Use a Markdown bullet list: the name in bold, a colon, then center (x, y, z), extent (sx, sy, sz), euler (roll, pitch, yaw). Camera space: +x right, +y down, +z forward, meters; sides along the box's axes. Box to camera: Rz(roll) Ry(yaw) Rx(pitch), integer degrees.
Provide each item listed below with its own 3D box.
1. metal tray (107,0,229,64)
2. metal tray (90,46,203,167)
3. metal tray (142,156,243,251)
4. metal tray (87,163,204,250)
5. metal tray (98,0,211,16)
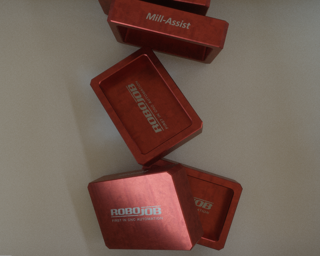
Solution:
- **metal tray**: center (0.009, -0.116, 0.378), extent (0.131, 0.090, 0.030), euler (13, 90, -1)
- **metal tray**: center (-0.017, -0.028, 0.392), extent (0.090, 0.030, 0.130), euler (-33, 75, -1)
- **metal tray**: center (0.031, 0.096, 0.409), extent (0.131, 0.030, 0.090), euler (18, 90, -1)
- **metal tray**: center (-0.021, 0.097, 0.373), extent (0.130, 0.030, 0.089), euler (-14, 94, 33)
- **metal tray**: center (-0.008, -0.157, 0.378), extent (0.131, 0.090, 0.030), euler (10, 90, -1)
